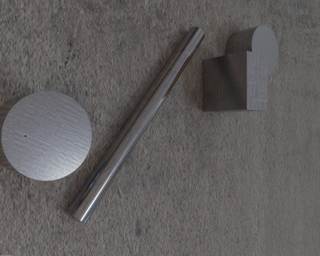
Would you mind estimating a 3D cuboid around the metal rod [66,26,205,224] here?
[{"bbox_3d":[-0.018,-0.021,0.391,0.025,0.025,0.300,47,62,-30],"label":"metal rod"}]

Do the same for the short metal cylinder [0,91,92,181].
[{"bbox_3d":[-0.113,0.007,0.295,0.081,0.050,0.079,0,90,-40],"label":"short metal cylinder"}]

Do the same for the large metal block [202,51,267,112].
[{"bbox_3d":[0.111,-0.065,0.464,0.050,0.080,0.079,0,90,-40],"label":"large metal block"}]

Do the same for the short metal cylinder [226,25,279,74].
[{"bbox_3d":[0.156,-0.127,0.522,0.081,0.050,0.079,0,90,-40],"label":"short metal cylinder"}]
